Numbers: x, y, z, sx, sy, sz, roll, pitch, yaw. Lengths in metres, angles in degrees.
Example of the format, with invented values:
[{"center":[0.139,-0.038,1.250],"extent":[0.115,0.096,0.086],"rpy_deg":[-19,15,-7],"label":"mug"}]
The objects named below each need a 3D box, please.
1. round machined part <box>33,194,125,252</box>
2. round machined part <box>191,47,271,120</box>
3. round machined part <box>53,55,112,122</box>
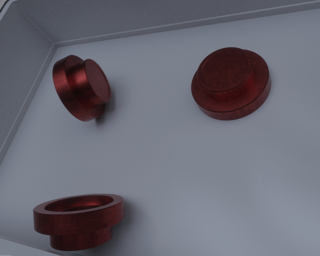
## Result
[{"center":[-0.089,0.106,0.350],"extent":[0.098,0.098,0.042],"rpy_deg":[-4,89,26],"label":"round machined part"},{"center":[0.085,-0.062,0.388],"extent":[0.098,0.042,0.098],"rpy_deg":[-13,56,21],"label":"round machined part"},{"center":[-0.107,-0.062,0.453],"extent":[0.042,0.098,0.098],"rpy_deg":[-21,54,16],"label":"round machined part"}]
